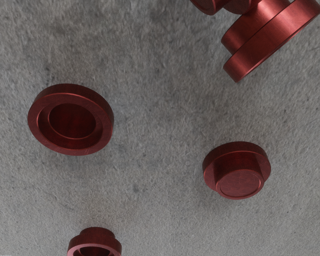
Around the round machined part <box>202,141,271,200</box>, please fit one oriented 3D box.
[{"bbox_3d":[0.114,0.069,0.457,0.099,0.042,0.097,-1,130,0],"label":"round machined part"}]

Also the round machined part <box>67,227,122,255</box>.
[{"bbox_3d":[-0.121,0.223,0.585,0.099,0.042,0.097,-1,130,0],"label":"round machined part"}]

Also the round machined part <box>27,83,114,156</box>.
[{"bbox_3d":[-0.106,-0.014,0.382,0.099,0.042,0.097,-1,130,0],"label":"round machined part"}]

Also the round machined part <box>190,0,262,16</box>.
[{"bbox_3d":[0.038,-0.130,0.244,0.042,0.098,0.098,-39,123,4],"label":"round machined part"}]

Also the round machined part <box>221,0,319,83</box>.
[{"bbox_3d":[0.098,-0.091,0.295,0.098,0.099,0.042,-42,86,29],"label":"round machined part"}]
